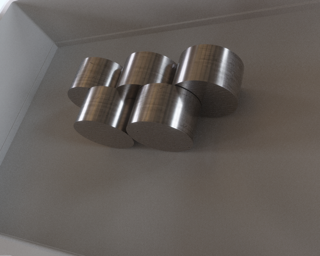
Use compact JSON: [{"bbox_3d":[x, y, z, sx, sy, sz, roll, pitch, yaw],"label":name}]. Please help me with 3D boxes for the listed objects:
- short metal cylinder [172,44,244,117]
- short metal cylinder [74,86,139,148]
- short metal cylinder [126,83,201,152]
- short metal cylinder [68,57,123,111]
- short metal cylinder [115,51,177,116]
[{"bbox_3d":[0.056,-0.054,0.372,0.080,0.080,0.050,2,63,29],"label":"short metal cylinder"},{"bbox_3d":[-0.066,-0.012,0.411,0.080,0.080,0.050,1,62,28],"label":"short metal cylinder"},{"bbox_3d":[0.005,-0.010,0.372,0.080,0.080,0.050,1,62,28],"label":"short metal cylinder"},{"bbox_3d":[-0.085,-0.057,0.449,0.080,0.080,0.050,1,62,28],"label":"short metal cylinder"},{"bbox_3d":[-0.014,-0.055,0.410,0.080,0.080,0.050,1,62,28],"label":"short metal cylinder"}]
